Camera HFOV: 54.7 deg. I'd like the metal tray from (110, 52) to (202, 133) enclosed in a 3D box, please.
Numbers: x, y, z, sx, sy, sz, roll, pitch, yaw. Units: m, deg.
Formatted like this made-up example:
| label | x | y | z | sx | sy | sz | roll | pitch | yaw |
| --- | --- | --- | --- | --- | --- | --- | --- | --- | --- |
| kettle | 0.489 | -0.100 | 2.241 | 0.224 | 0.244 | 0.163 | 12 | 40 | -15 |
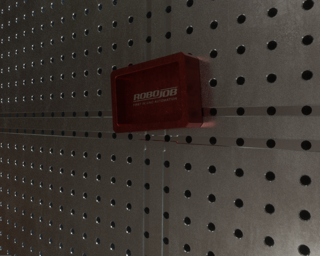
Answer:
| label | x | y | z | sx | sy | sz | roll | pitch | yaw |
| --- | --- | --- | --- | --- | --- | --- | --- | --- | --- |
| metal tray | -0.010 | -0.041 | 0.411 | 0.130 | 0.030 | 0.089 | -5 | 87 | 39 |
